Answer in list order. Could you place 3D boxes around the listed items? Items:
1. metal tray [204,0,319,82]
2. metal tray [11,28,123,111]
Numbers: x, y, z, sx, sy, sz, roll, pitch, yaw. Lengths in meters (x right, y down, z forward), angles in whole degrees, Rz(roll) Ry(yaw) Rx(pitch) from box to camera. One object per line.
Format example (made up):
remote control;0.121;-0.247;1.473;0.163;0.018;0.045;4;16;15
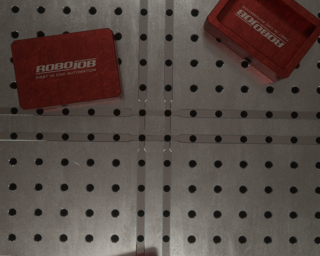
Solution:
metal tray;0.137;-0.136;0.412;0.130;0.030;0.090;37;90;-1
metal tray;-0.120;-0.076;0.409;0.131;0.030;0.089;-8;90;-1
